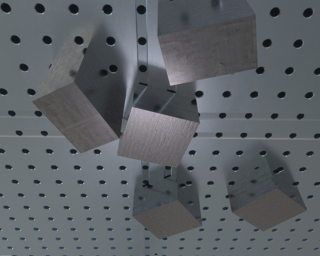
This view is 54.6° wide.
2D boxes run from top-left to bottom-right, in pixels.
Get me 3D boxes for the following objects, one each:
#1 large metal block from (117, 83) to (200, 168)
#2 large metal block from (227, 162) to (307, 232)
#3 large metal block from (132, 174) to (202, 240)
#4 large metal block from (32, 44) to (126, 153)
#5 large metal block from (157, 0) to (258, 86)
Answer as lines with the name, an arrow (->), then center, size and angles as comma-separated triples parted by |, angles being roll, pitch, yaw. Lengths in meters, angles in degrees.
large metal block -> -0.004, -0.002, 0.394 | 0.080, 0.050, 0.079 | 13, 129, -11
large metal block -> 0.167, 0.111, 0.491 | 0.080, 0.050, 0.080 | 35, 122, -26
large metal block -> 0.012, 0.130, 0.506 | 0.080, 0.050, 0.080 | -25, 126, 19
large metal block -> -0.084, -0.033, 0.347 | 0.050, 0.080, 0.080 | -21, 127, 17
large metal block -> 0.043, -0.091, 0.299 | 0.080, 0.080, 0.050 | -10, 129, 8
